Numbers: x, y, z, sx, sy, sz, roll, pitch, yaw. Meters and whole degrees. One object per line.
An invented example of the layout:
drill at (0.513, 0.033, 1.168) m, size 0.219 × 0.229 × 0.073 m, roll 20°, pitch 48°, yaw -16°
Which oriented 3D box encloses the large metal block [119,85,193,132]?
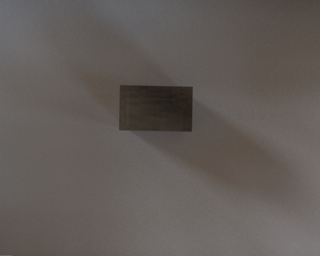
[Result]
large metal block at (-0.005, -0.022, 0.382) m, size 0.080 × 0.080 × 0.050 m, roll 1°, pitch 90°, yaw 0°
